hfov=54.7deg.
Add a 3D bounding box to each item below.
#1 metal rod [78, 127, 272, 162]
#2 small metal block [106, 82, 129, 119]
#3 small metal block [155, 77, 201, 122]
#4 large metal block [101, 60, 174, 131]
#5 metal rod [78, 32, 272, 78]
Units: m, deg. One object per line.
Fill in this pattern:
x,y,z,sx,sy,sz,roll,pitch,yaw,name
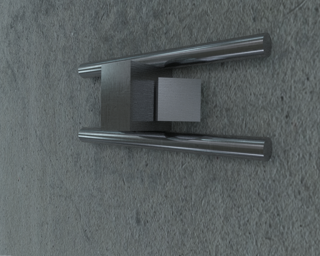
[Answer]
-0.006,0.016,0.410,0.300,0.025,0.025,3,92,39,metal rod
-0.059,-0.037,0.435,0.025,0.050,0.050,1,91,0,small metal block
0.021,-0.033,0.370,0.025,0.050,0.050,-178,89,-81,small metal block
-0.027,-0.037,0.394,0.050,0.081,0.079,1,91,40,large metal block
-0.007,-0.089,0.410,0.300,0.025,0.025,2,91,39,metal rod
